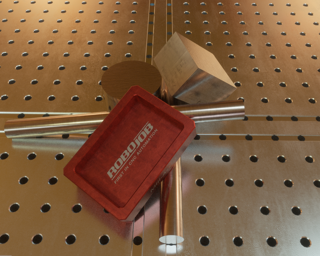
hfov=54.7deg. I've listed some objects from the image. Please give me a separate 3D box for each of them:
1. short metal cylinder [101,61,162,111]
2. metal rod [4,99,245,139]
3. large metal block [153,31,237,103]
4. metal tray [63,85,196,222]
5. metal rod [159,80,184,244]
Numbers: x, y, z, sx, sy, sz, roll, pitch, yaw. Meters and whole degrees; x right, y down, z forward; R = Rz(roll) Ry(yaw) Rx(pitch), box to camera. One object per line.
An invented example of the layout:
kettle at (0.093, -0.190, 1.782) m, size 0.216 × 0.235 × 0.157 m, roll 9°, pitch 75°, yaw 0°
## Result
short metal cylinder at (-0.038, -0.049, 0.432) m, size 0.081 × 0.050 × 0.080 m, roll 0°, pitch 50°, yaw 0°
metal rod at (-0.048, -0.010, 0.394) m, size 0.302 × 0.025 × 0.025 m, roll -5°, pitch 50°, yaw 5°
large metal block at (0.048, -0.076, 0.430) m, size 0.080 × 0.050 × 0.080 m, roll 17°, pitch 37°, yaw -40°
metal tray at (-0.032, 0.026, 0.348) m, size 0.090 × 0.030 × 0.130 m, roll 34°, pitch 78°, yaw 18°
metal rod at (0.014, -0.002, 0.409) m, size 0.025 × 0.025 × 0.300 m, roll 1°, pitch 50°, yaw 1°
